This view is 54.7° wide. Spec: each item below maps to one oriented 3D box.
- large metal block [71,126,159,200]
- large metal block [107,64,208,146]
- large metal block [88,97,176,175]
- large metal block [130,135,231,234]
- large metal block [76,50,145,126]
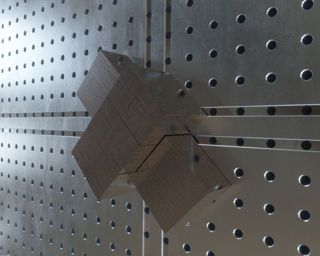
[{"bbox_3d":[-0.059,0.044,0.420,0.050,0.081,0.080,-52,60,27],"label":"large metal block"},{"bbox_3d":[-0.003,-0.027,0.375,0.050,0.081,0.080,-52,60,27],"label":"large metal block"},{"bbox_3d":[-0.031,0.008,0.398,0.050,0.081,0.080,-52,60,27],"label":"large metal block"},{"bbox_3d":[0.022,0.065,0.373,0.080,0.050,0.080,-52,60,28],"label":"large metal block"},{"bbox_3d":[-0.064,-0.051,0.440,0.080,0.050,0.080,52,121,27],"label":"large metal block"}]
